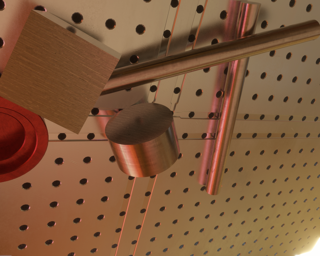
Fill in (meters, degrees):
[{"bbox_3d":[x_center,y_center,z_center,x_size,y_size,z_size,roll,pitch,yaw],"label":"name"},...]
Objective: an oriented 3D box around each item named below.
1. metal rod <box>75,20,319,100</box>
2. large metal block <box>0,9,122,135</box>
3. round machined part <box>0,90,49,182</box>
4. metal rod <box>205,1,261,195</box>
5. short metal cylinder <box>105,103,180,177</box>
[{"bbox_3d":[0.052,-0.083,0.365,0.302,0.025,0.025,-16,126,-11],"label":"metal rod"},{"bbox_3d":[-0.092,-0.053,0.293,0.080,0.050,0.080,28,104,-13],"label":"large metal block"},{"bbox_3d":[-0.167,0.004,0.312,0.099,0.042,0.097,-14,124,-21],"label":"round machined part"},{"bbox_3d":[0.100,-0.024,0.450,0.025,0.025,0.298,-10,123,-23],"label":"metal rod"},{"bbox_3d":[-0.020,0.013,0.373,0.081,0.080,0.050,-24,127,-14],"label":"short metal cylinder"}]
